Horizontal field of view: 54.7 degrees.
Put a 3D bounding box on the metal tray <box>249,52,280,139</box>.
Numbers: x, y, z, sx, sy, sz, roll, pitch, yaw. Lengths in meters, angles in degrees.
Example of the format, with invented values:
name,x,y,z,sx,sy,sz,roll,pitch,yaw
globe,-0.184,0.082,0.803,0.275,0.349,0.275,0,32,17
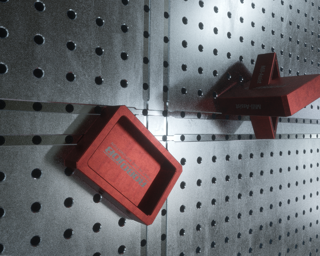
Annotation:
name,x,y,z,sx,sy,sz,roll,pitch,yaw
metal tray,0.181,-0.056,0.527,0.090,0.030,0.130,62,40,-37

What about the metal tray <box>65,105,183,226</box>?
name,x,y,z,sx,sy,sz,roll,pitch,yaw
metal tray,-0.037,0.046,0.376,0.130,0.030,0.090,48,61,-30

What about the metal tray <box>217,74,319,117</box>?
name,x,y,z,sx,sy,sz,roll,pitch,yaw
metal tray,0.164,-0.049,0.473,0.091,0.130,0.030,-27,107,-27
